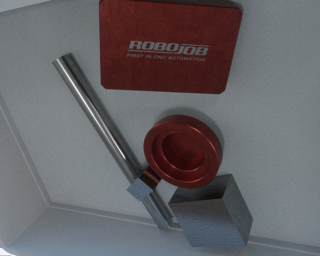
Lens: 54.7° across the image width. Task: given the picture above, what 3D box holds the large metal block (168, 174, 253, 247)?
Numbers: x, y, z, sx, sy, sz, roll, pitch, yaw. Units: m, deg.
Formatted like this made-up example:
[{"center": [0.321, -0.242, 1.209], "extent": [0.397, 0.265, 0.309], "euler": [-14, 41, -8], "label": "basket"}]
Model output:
[{"center": [0.071, 0.115, 0.426], "extent": [0.080, 0.050, 0.080], "euler": [-16, 111, 34], "label": "large metal block"}]

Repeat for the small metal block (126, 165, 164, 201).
[{"center": [-0.015, 0.070, 0.436], "extent": [0.025, 0.050, 0.050], "euler": [41, 141, 0], "label": "small metal block"}]

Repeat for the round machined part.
[{"center": [0.032, 0.026, 0.396], "extent": [0.098, 0.042, 0.097], "euler": [13, 124, 20], "label": "round machined part"}]

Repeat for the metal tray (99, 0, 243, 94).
[{"center": [0.007, -0.083, 0.312], "extent": [0.131, 0.030, 0.089], "euler": [2, 124, -6], "label": "metal tray"}]

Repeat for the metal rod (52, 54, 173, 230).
[{"center": [-0.063, 0.030, 0.458], "extent": [0.025, 0.025, 0.299], "euler": [-19, 109, 35], "label": "metal rod"}]
